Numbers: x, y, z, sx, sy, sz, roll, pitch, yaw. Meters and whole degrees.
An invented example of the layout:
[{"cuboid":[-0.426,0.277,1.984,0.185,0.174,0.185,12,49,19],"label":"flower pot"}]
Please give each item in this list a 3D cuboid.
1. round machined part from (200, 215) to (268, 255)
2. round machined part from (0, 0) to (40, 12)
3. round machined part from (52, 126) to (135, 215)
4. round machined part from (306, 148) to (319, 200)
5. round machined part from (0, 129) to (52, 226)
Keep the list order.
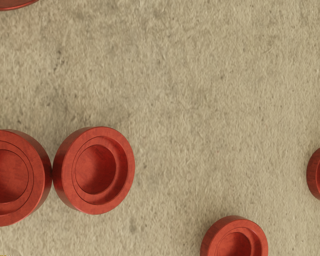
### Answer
[{"cuboid":[0.100,0.172,0.439,0.099,0.042,0.097,0,90,-21],"label":"round machined part"},{"cuboid":[-0.154,-0.152,0.313,0.099,0.098,0.042,-24,99,-19],"label":"round machined part"},{"cuboid":[-0.079,0.047,0.358,0.099,0.042,0.097,1,89,-47],"label":"round machined part"},{"cuboid":[0.296,0.078,0.512,0.099,0.042,0.097,0,90,-21],"label":"round machined part"},{"cuboid":[-0.162,0.050,0.328,0.099,0.042,0.097,0,91,2],"label":"round machined part"}]
